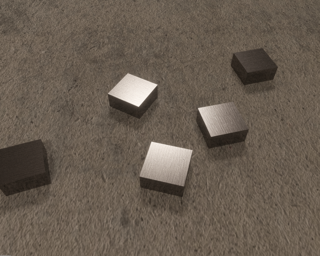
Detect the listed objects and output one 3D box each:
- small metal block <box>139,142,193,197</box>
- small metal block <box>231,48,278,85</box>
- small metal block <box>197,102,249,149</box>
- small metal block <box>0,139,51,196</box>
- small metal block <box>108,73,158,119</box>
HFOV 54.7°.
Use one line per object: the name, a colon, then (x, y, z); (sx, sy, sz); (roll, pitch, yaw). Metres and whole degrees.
small metal block: (0.008, 0.048, 0.363); (0.050, 0.025, 0.050); (11, 51, 9)
small metal block: (0.147, -0.097, 0.487); (0.050, 0.025, 0.050); (-12, 51, -10)
small metal block: (0.081, -0.004, 0.408); (0.050, 0.025, 0.050); (-11, 51, -10)
small metal block: (-0.159, 0.045, 0.363); (0.050, 0.025, 0.050); (-15, 52, -13)
small metal block: (-0.038, -0.046, 0.442); (0.050, 0.025, 0.050); (24, 54, 18)
